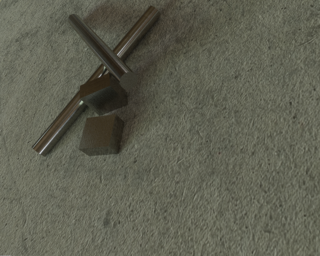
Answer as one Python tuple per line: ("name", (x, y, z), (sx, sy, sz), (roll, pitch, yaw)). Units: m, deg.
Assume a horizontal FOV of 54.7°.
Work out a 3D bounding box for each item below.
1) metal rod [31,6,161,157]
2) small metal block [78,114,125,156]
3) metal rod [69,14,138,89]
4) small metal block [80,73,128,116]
("metal rod", (-0.098, -0.081, 0.502), (0.025, 0.025, 0.300), (29, 77, 37))
("small metal block", (-0.082, 0.011, 0.439), (0.050, 0.025, 0.050), (-6, 59, 24))
("metal rod", (-0.107, -0.140, 0.517), (0.025, 0.025, 0.300), (-41, 43, 0))
("small metal block", (-0.083, -0.048, 0.459), (0.050, 0.050, 0.025), (-20, 54, 16))
